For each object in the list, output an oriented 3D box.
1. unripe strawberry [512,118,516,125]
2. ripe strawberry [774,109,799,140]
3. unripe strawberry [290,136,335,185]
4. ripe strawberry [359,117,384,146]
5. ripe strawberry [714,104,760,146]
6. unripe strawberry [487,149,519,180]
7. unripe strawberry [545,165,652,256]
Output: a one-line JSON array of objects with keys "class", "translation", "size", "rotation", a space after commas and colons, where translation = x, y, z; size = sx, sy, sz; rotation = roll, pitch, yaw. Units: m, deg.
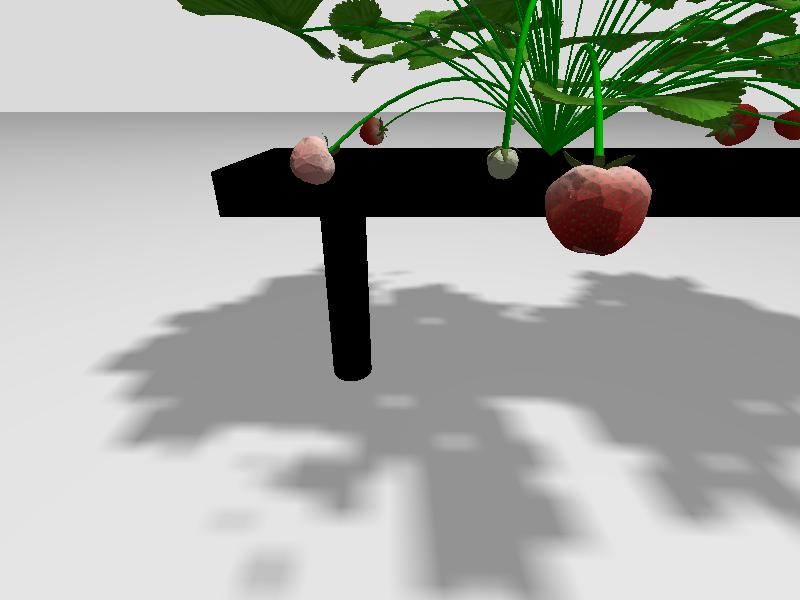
[{"class": "unripe strawberry", "translation": [0.151, -0.241, 0.539], "size": [0.011, 0.010, 0.010], "rotation": [3, 27, 5]}, {"class": "ripe strawberry", "translation": [0.464, -0.208, 0.471], "size": [0.035, 0.037, 0.038], "rotation": [-17, 30, -30]}, {"class": "unripe strawberry", "translation": [-0.046, -0.071, 0.205], "size": [0.022, 0.023, 0.021], "rotation": [-35, 40, -24]}, {"class": "ripe strawberry", "translation": [-0.027, -0.164, 0.391], "size": [0.024, 0.025, 0.022], "rotation": [-1, 23, 29]}, {"class": "ripe strawberry", "translation": [0.327, -0.168, 0.385], "size": [0.035, 0.037, 0.033], "rotation": [-8, 28, -17]}, {"class": "unripe strawberry", "translation": [0.035, -0.046, 0.137], "size": [0.011, 0.010, 0.010], "rotation": [11, 28, 21]}, {"class": "unripe strawberry", "translation": [0.055, -0.025, 0.113], "size": [0.027, 0.024, 0.024], "rotation": [7, -15, 15]}]
